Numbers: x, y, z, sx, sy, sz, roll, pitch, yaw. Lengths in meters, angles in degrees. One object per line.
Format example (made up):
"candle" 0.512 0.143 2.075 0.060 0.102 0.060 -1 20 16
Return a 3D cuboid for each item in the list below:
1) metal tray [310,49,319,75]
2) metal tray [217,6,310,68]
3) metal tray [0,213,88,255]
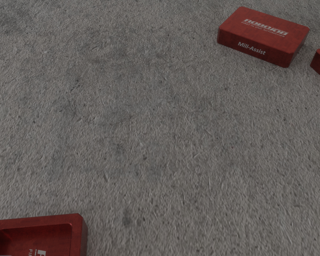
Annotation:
"metal tray" 0.308 -0.079 0.469 0.091 0.030 0.130 -16 52 -13
"metal tray" 0.177 -0.161 0.536 0.130 0.030 0.090 28 55 21
"metal tray" -0.116 0.146 0.275 0.091 0.030 0.130 -4 50 -4
